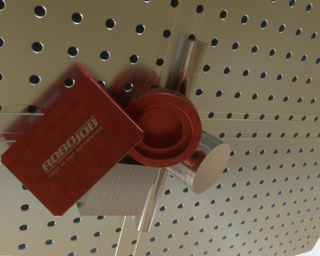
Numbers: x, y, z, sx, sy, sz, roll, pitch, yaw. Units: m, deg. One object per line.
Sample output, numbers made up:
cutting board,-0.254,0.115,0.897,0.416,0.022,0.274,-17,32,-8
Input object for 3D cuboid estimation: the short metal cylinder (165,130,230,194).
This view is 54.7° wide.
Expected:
short metal cylinder,0.054,0.045,0.435,0.081,0.050,0.079,-31,138,-33

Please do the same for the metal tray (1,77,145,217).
metal tray,-0.092,0.020,0.338,0.130,0.030,0.090,-44,91,2

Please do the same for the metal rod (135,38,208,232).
metal rod,0.009,0.027,0.434,0.025,0.025,0.298,1,118,-29

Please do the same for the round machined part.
round machined part,0.000,-0.003,0.382,0.099,0.042,0.097,0,115,0

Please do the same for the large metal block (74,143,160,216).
large metal block,-0.059,0.066,0.404,0.081,0.050,0.079,11,113,-33
